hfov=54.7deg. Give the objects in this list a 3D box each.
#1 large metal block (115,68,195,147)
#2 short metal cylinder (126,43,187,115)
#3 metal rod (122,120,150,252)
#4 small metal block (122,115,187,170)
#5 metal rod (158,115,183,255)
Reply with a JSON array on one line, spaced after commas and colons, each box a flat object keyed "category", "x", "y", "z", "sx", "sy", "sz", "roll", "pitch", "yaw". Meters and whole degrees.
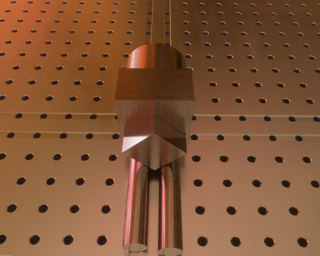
[{"category": "large metal block", "x": -0.005, "y": -0.022, "z": 0.358, "sx": 0.081, "sy": 0.080, "sz": 0.050, "roll": 0, "pitch": 50, "yaw": 0}, {"category": "short metal cylinder", "x": -0.005, "y": -0.060, "z": 0.394, "sx": 0.081, "sy": 0.080, "sz": 0.050, "roll": 1, "pitch": 50, "yaw": 0}, {"category": "metal rod", "x": -0.023, "y": 0.005, "z": 0.405, "sx": 0.025, "sy": 0.025, "sz": 0.300, "roll": 1, "pitch": 50, "yaw": 0}, {"category": "small metal block", "x": -0.006, "y": 0.018, "z": 0.346, "sx": 0.050, "sy": 0.050, "sz": 0.025, "roll": 33, "pitch": 41, "yaw": -33}, {"category": "metal rod", "x": 0.012, "y": 0.008, "z": 0.403, "sx": 0.025, "sy": 0.025, "sz": 0.300, "roll": 1, "pitch": 50, "yaw": 0}]
